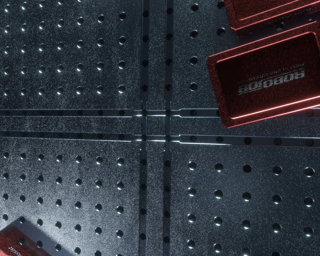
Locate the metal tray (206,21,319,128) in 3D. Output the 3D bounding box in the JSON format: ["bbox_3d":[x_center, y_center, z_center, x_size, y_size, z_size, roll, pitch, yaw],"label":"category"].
[{"bbox_3d":[0.130,-0.058,0.364,0.130,0.030,0.090,-15,85,19],"label":"metal tray"}]

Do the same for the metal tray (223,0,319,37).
[{"bbox_3d":[0.138,-0.172,0.361,0.130,0.030,0.090,-15,85,19],"label":"metal tray"}]

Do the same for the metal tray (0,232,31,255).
[{"bbox_3d":[-0.239,0.240,0.492,0.130,0.030,0.090,29,99,17],"label":"metal tray"}]
